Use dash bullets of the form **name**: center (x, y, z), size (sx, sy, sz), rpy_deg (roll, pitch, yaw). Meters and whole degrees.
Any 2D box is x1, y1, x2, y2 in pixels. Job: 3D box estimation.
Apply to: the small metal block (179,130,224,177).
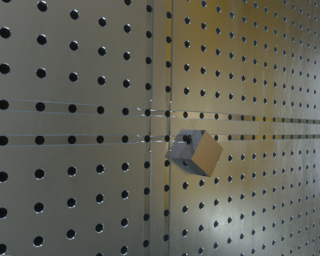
- **small metal block**: center (0.062, 0.038, 0.460), size (0.050, 0.025, 0.050), rpy_deg (43, 64, -32)
